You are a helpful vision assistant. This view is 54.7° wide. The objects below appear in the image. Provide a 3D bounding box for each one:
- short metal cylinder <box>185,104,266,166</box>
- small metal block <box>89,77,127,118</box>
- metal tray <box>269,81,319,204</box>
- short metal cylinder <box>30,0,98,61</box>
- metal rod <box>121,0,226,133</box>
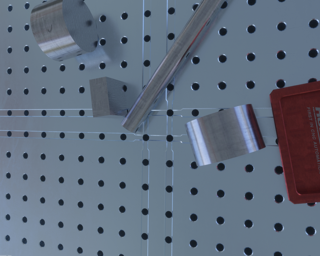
[{"bbox_3d":[0.074,0.009,0.357,0.080,0.080,0.050,-18,84,19],"label":"short metal cylinder"},{"bbox_3d":[-0.070,-0.040,0.424,0.025,0.050,0.050,-7,88,20],"label":"small metal block"},{"bbox_3d":[0.180,0.014,0.346,0.090,0.030,0.129,-10,87,19],"label":"metal tray"},{"bbox_3d":[-0.130,-0.138,0.429,0.050,0.080,0.080,-11,87,20],"label":"short metal cylinder"},{"bbox_3d":[0.040,-0.121,0.398,0.025,0.025,0.299,38,102,16],"label":"metal rod"}]
